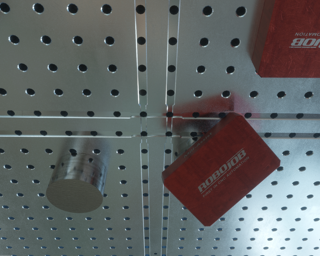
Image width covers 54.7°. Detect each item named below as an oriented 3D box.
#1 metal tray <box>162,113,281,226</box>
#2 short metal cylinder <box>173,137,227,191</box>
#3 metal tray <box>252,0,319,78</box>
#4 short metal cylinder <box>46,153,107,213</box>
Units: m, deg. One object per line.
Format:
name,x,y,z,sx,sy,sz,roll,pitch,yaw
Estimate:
metal tray,0.079,0.054,0.406,0.130,0.030,0.090,-42,102,3
short metal cylinder,0.060,0.058,0.446,0.081,0.050,0.079,0,130,0
metal tray,0.173,-0.099,0.326,0.131,0.030,0.089,0,130,-1
short metal cylinder,-0.123,0.083,0.465,0.081,0.050,0.079,0,130,0
